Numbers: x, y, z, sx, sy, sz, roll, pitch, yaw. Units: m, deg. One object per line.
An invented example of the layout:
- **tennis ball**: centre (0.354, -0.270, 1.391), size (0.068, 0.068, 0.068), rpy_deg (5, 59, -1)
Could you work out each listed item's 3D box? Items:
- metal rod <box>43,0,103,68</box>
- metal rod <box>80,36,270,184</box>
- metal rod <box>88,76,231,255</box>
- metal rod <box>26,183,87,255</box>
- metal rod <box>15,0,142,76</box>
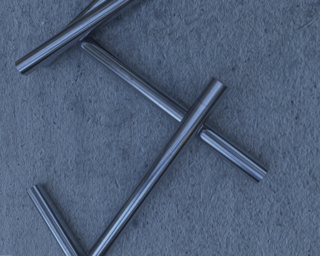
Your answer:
- **metal rod**: centre (-0.065, -0.187, 0.431), size (0.300, 0.025, 0.025), rpy_deg (-37, 79, 16)
- **metal rod**: centre (0.008, -0.032, 0.406), size (0.300, 0.025, 0.025), rpy_deg (38, 102, 16)
- **metal rod**: centre (-0.011, 0.066, 0.395), size (0.025, 0.025, 0.299), rpy_deg (40, 109, 15)
- **metal rod**: centre (-0.105, 0.209, 0.446), size (0.025, 0.025, 0.299), rpy_deg (-41, 77, 15)
- **metal rod**: centre (-0.071, -0.158, 0.418), size (0.300, 0.025, 0.025), rpy_deg (-29, 81, 11)
